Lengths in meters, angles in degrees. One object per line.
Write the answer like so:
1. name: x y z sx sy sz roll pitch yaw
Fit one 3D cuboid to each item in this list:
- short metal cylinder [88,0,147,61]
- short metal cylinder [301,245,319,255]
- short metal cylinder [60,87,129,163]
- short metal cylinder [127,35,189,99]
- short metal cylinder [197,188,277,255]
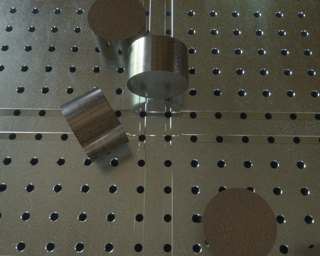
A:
1. short metal cylinder: -0.060 -0.146 0.451 0.081 0.050 0.080 0 70 0
2. short metal cylinder: 0.199 0.170 0.339 0.081 0.050 0.080 0 70 0
3. short metal cylinder: -0.080 -0.004 0.383 0.050 0.080 0.080 -30 73 -10
4. short metal cylinder: -0.002 -0.078 0.411 0.081 0.080 0.050 0 70 0
5. short metal cylinder: 0.086 0.113 0.358 0.081 0.050 0.080 0 70 0
